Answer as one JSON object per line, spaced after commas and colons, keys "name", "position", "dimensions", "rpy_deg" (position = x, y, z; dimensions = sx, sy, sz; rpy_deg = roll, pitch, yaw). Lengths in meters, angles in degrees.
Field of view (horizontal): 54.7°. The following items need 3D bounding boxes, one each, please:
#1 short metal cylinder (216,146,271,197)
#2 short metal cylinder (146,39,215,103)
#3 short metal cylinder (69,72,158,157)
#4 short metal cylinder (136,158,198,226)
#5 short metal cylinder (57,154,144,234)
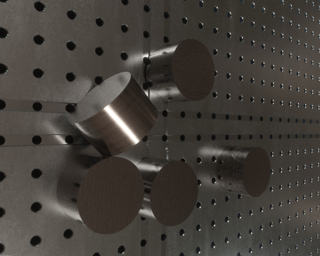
{"name": "short metal cylinder", "position": [0.139, 0.070, 0.513], "dimensions": [0.081, 0.050, 0.079], "rpy_deg": [0, 90, -40]}
{"name": "short metal cylinder", "position": [0.029, -0.075, 0.419], "dimensions": [0.081, 0.050, 0.079], "rpy_deg": [0, 90, -40]}
{"name": "short metal cylinder", "position": [-0.049, -0.016, 0.333], "dimensions": [0.080, 0.080, 0.050], "rpy_deg": [-53, 121, -27]}
{"name": "short metal cylinder", "position": [0.003, 0.080, 0.398], "dimensions": [0.081, 0.050, 0.079], "rpy_deg": [0, 90, -40]}
{"name": "short metal cylinder", "position": [-0.064, 0.070, 0.341], "dimensions": [0.081, 0.050, 0.079], "rpy_deg": [0, 90, -40]}
